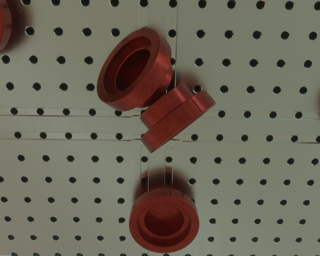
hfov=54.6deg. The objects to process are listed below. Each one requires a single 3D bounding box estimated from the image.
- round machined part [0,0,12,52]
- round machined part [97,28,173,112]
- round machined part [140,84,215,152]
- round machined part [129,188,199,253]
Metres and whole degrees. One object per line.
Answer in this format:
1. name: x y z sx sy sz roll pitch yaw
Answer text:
1. round machined part: -0.220 -0.127 0.356 0.099 0.042 0.097 0 110 0
2. round machined part: -0.024 -0.062 0.358 0.098 0.098 0.042 -44 131 14
3. round machined part: 0.015 -0.016 0.372 0.098 0.098 0.042 -39 85 13
4. round machined part: 0.006 0.129 0.452 0.099 0.042 0.097 0 110 0
